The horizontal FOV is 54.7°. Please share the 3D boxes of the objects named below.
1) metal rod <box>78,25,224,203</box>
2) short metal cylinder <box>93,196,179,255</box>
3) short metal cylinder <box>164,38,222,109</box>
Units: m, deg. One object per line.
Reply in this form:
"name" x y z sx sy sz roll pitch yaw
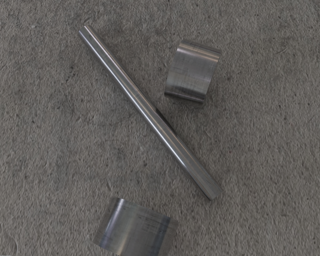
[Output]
"metal rod" -0.021 -0.029 0.418 0.025 0.025 0.300 -35 74 -12
"short metal cylinder" -0.025 0.113 0.337 0.080 0.080 0.050 19 71 7
"short metal cylinder" 0.043 -0.070 0.405 0.050 0.080 0.080 20 71 7
